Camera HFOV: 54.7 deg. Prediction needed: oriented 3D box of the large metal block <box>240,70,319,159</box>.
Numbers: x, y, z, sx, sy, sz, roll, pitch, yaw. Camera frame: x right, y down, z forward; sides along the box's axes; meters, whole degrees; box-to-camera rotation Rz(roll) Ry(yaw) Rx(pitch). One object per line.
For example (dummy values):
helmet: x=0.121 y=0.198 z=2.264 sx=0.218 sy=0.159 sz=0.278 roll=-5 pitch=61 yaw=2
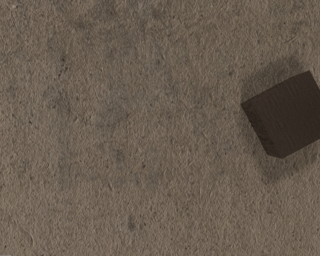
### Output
large metal block: x=0.164 y=-0.017 z=0.400 sx=0.080 sy=0.050 sz=0.080 roll=-28 pitch=90 yaw=0
